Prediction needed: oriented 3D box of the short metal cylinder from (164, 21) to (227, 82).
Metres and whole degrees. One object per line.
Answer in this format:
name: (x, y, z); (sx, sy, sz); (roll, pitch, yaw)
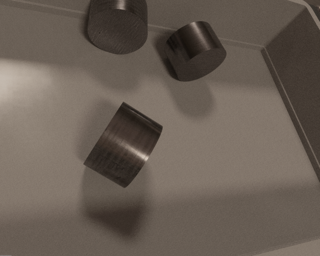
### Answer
short metal cylinder: (0.053, -0.114, 0.471); (0.081, 0.080, 0.050); (-13, 69, -34)

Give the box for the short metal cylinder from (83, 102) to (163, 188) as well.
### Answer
short metal cylinder: (-0.040, 0.018, 0.339); (0.050, 0.080, 0.080); (32, 51, -8)

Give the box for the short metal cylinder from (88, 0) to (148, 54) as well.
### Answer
short metal cylinder: (-0.058, -0.150, 0.432); (0.081, 0.080, 0.050); (12, 57, -22)
